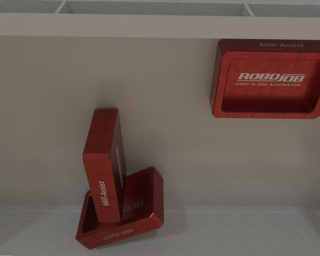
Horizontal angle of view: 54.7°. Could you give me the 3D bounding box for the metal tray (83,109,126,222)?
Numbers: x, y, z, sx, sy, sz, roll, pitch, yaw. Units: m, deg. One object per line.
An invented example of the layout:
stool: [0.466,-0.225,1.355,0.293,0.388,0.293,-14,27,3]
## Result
metal tray: [-0.068,0.051,0.408,0.030,0.090,0.129,-1,130,1]

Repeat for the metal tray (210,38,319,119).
metal tray: [0.129,-0.055,0.360,0.131,0.030,0.089,1,130,-1]

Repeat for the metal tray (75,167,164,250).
metal tray: [-0.059,0.120,0.467,0.130,0.090,0.030,-23,127,18]
